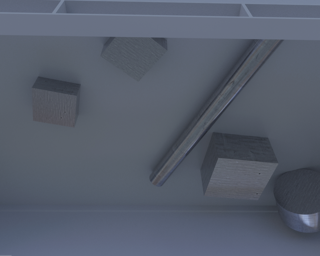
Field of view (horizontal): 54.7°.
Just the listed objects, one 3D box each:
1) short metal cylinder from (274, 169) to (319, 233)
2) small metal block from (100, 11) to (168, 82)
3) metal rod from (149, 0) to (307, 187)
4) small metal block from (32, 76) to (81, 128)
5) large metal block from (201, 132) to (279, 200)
[{"bbox_3d":[0.218,0.110,0.470,0.080,0.080,0.050,-16,128,13],"label":"short metal cylinder"},{"bbox_3d":[-0.028,-0.087,0.335,0.050,0.025,0.050,32,123,-25],"label":"small metal block"},{"bbox_3d":[0.065,-0.021,0.392,0.025,0.025,0.298,22,127,-18],"label":"metal rod"},{"bbox_3d":[-0.127,-0.031,0.381,0.050,0.025,0.050,10,130,-9],"label":"small metal block"},{"bbox_3d":[0.108,0.056,0.442,0.081,0.050,0.079,6,130,-6],"label":"large metal block"}]
